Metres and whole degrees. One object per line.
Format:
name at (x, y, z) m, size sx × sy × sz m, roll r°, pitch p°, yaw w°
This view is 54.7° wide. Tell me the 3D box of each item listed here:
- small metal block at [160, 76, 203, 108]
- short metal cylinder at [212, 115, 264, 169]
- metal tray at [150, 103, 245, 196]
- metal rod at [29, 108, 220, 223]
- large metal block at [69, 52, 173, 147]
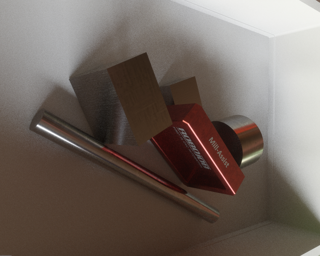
small metal block at (0.029, -0.040, 0.430) m, size 0.050 × 0.025 × 0.050 m, roll -26°, pitch 106°, yaw -37°
short metal cylinder at (0.104, 0.024, 0.458) m, size 0.050 × 0.080 × 0.079 m, roll -15°, pitch 100°, yaw -38°
metal tray at (0.040, 0.029, 0.397) m, size 0.030 × 0.090 × 0.130 m, roll -52°, pitch 121°, yaw -28°
metal rod at (-0.020, 0.063, 0.390) m, size 0.301 × 0.025 × 0.025 m, roll 35°, pitch 68°, yaw -35°
large metal block at (-0.043, -0.029, 0.334) m, size 0.050 × 0.080 × 0.080 m, roll -33°, pitch 111°, yaw -35°
